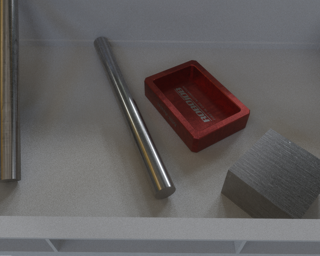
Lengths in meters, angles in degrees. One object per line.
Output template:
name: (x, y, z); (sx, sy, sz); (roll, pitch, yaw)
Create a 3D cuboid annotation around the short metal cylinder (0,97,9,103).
short metal cylinder: (-0.243, -0.044, 0.398); (0.080, 0.050, 0.080); (26, 42, -26)

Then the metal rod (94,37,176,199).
metal rod: (-0.047, -0.036, 0.434); (0.025, 0.025, 0.300); (-16, 52, -13)

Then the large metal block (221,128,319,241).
large metal block: (0.128, 0.059, 0.341); (0.080, 0.050, 0.080); (38, 59, 27)

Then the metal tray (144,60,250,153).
metal tray: (0.048, -0.036, 0.432); (0.091, 0.030, 0.130); (-25, 55, -20)

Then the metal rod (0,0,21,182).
metal rod: (-0.194, -0.081, 0.396); (0.025, 0.025, 0.299); (-7, 74, -6)
